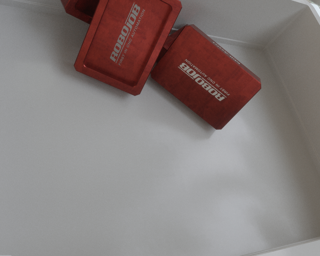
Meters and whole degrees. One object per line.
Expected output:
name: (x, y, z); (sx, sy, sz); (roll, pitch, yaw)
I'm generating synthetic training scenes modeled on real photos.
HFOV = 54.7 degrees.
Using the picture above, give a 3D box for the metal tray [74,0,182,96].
metal tray: (-0.042, -0.117, 0.390); (0.090, 0.129, 0.030); (23, 19, -15)

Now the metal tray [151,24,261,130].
metal tray: (0.064, -0.071, 0.438); (0.130, 0.090, 0.030); (39, 26, -3)

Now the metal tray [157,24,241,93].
metal tray: (0.065, -0.100, 0.491); (0.130, 0.030, 0.090); (42, 50, 5)

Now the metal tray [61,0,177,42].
metal tray: (-0.051, -0.170, 0.410); (0.131, 0.090, 0.030); (15, 36, -46)
